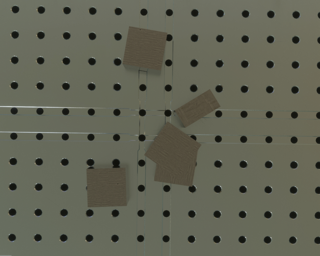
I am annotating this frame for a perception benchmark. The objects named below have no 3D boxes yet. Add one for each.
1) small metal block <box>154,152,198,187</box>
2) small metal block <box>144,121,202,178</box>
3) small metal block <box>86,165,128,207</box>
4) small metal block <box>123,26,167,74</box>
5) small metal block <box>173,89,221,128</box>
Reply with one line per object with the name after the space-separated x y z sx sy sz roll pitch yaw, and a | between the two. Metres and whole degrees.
0.021 0.048 0.414 0.050 0.025 0.050 9 90 -1 | small metal block
0.016 0.027 0.389 0.050 0.025 0.050 35 89 0 | small metal block
-0.069 0.077 0.413 0.050 0.025 0.050 -2 90 -1 | small metal block
-0.019 -0.103 0.413 0.050 0.025 0.050 10 90 -1 | small metal block
0.046 -0.024 0.402 0.050 0.050 0.025 -31 90 0 | small metal block
